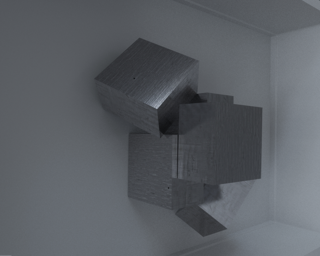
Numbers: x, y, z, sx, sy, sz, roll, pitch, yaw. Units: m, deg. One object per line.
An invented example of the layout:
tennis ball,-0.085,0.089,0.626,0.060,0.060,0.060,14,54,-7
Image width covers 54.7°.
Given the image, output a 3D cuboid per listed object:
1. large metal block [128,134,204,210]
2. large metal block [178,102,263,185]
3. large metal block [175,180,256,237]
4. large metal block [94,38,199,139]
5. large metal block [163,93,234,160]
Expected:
large metal block,0.006,0.047,0.374,0.050,0.080,0.080,1,89,-40
large metal block,0.067,0.016,0.340,0.081,0.050,0.080,2,89,-40
large metal block,0.074,0.094,0.421,0.050,0.080,0.080,38,61,5
large metal block,-0.012,-0.047,0.349,0.080,0.080,0.050,-51,155,-28
large metal block,0.048,-0.001,0.407,0.050,0.080,0.080,1,89,-40
